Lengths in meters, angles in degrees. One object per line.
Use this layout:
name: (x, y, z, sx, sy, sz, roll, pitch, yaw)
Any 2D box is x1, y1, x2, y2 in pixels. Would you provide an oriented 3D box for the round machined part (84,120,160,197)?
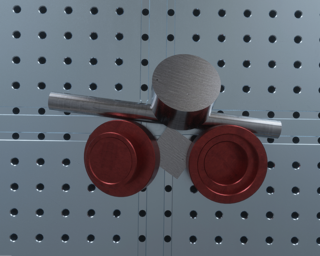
round machined part: (-0.053, 0.038, 0.388, 0.098, 0.042, 0.097, 0, 91, 18)

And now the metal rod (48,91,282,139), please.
metal rod: (0.007, -0.017, 0.410, 0.302, 0.025, 0.025, 7, 90, 0)

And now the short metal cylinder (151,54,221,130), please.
short metal cylinder: (0.030, -0.044, 0.383, 0.081, 0.050, 0.080, 2, 65, -3)

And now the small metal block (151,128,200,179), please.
small metal block: (0.017, 0.031, 0.410, 0.050, 0.025, 0.050, 36, 90, 0)

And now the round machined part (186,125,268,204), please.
round machined part: (0.083, 0.044, 0.400, 0.099, 0.042, 0.097, 0, 92, -3)
